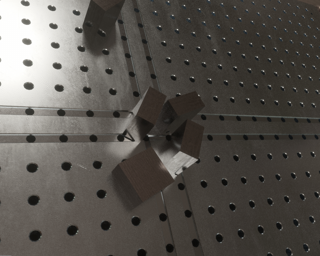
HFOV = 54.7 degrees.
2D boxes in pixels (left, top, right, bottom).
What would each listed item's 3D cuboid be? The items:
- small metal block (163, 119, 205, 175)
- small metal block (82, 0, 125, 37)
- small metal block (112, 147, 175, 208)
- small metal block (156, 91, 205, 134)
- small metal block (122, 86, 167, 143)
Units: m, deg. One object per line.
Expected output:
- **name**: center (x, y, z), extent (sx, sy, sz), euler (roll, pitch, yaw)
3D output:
- **small metal block**: center (0.029, 0.024, 0.395), extent (0.025, 0.050, 0.050), euler (26, 53, -13)
- **small metal block**: center (-0.082, -0.169, 0.453), extent (0.025, 0.050, 0.050), euler (40, 51, -2)
- **small metal block**: center (-0.020, 0.057, 0.364), extent (0.050, 0.025, 0.050), euler (-26, 76, -37)
- **small metal block**: center (0.025, -0.021, 0.420), extent (0.050, 0.050, 0.025), euler (-21, 73, -36)
- **small metal block**: center (-0.020, -0.016, 0.393), extent (0.025, 0.050, 0.050), euler (29, 52, -10)
